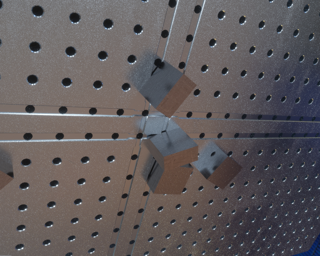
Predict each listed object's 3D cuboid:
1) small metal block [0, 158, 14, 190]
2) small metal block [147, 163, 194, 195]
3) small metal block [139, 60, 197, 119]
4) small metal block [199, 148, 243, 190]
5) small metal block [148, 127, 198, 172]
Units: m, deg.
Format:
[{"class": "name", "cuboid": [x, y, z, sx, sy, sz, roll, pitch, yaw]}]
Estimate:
[{"class": "small metal block", "cuboid": [-0.198, 0.052, 0.335, 0.050, 0.025, 0.050, -41, 130, -1]}, {"class": "small metal block", "cuboid": [0.015, 0.072, 0.466, 0.050, 0.025, 0.050, 10, 113, -33]}, {"class": "small metal block", "cuboid": [0.008, -0.047, 0.372, 0.025, 0.050, 0.050, 33, 100, -39]}, {"class": "small metal block", "cuboid": [0.101, 0.068, 0.511, 0.050, 0.025, 0.050, -49, 129, 6]}, {"class": "small metal block", "cuboid": [0.018, 0.028, 0.424, 0.050, 0.050, 0.025, -16, 125, -20]}]
